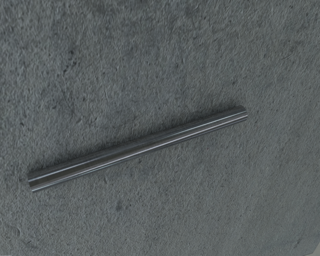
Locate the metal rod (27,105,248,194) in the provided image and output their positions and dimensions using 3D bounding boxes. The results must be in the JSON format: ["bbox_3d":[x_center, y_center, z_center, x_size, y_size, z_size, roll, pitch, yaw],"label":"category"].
[{"bbox_3d":[-0.015,0.022,0.410,0.302,0.025,0.025,-18,126,-18],"label":"metal rod"}]
